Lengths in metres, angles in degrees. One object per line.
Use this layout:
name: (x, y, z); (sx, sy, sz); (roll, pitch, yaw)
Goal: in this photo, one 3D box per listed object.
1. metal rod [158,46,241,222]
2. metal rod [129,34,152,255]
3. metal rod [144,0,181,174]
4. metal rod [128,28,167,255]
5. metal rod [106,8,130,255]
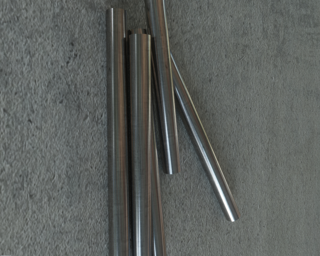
metal rod: (0.058, 0.017, 0.453); (0.025, 0.025, 0.299); (-39, 114, -33)
metal rod: (-0.023, 0.043, 0.367); (0.025, 0.025, 0.298); (-5, 98, -40)
metal rod: (0.001, -0.086, 0.381); (0.025, 0.025, 0.298); (-18, 109, -39)
metal rod: (-0.015, 0.029, 0.391); (0.025, 0.025, 0.298); (-8, 96, -40)
metal rod: (-0.049, 0.014, 0.363); (0.025, 0.025, 0.298); (-1, 91, -40)
